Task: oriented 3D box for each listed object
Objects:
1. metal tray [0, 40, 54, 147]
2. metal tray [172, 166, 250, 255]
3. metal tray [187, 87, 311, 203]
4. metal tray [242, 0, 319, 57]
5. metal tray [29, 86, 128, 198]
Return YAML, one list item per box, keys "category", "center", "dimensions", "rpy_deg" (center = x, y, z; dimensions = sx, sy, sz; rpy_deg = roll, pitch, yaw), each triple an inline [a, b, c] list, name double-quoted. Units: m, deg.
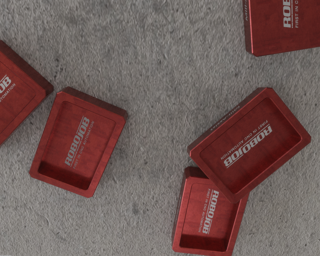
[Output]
- category: "metal tray"
  center: [-0.213, -0.034, 0.392]
  dimensions: [0.130, 0.030, 0.090]
  rpy_deg: [-42, 105, 14]
- category: "metal tray"
  center: [0.071, 0.125, 0.453]
  dimensions: [0.091, 0.030, 0.129]
  rpy_deg: [8, 110, -3]
- category: "metal tray"
  center: [0.112, 0.021, 0.396]
  dimensions: [0.130, 0.030, 0.090]
  rpy_deg: [-40, 97, 3]
- category: "metal tray"
  center: [0.142, -0.154, 0.352]
  dimensions: [0.090, 0.030, 0.129]
  rpy_deg: [-9, 110, 3]
- category: "metal tray"
  center: [-0.109, 0.021, 0.413]
  dimensions: [0.090, 0.030, 0.129]
  rpy_deg: [23, 108, -9]
